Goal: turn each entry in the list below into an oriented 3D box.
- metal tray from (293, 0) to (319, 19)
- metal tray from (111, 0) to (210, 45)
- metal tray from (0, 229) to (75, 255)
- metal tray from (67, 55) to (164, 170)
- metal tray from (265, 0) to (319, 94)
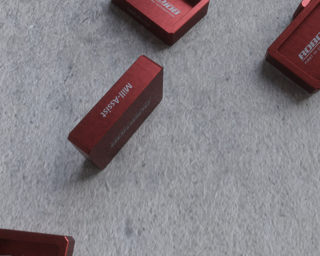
[{"bbox_3d":[0.285,-0.170,0.471,0.130,0.030,0.090,39,74,13],"label":"metal tray"},{"bbox_3d":[-0.002,-0.198,0.477,0.130,0.030,0.090,41,75,13],"label":"metal tray"},{"bbox_3d":[-0.153,0.181,0.337,0.091,0.030,0.130,6,70,2],"label":"metal tray"},{"bbox_3d":[-0.047,-0.016,0.378,0.030,0.090,0.130,36,74,11],"label":"metal tray"},{"bbox_3d":[0.225,-0.124,0.432,0.090,0.030,0.130,42,93,13],"label":"metal tray"}]
